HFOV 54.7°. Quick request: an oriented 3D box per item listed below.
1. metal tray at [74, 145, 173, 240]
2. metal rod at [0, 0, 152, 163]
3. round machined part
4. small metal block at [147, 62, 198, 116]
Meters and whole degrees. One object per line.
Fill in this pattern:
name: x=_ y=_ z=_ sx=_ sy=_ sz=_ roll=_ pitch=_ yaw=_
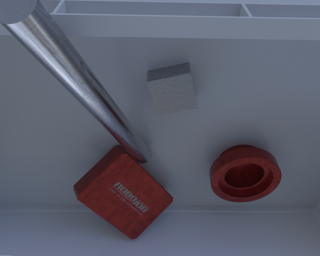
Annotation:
metal tray: x=-0.050 y=0.098 z=0.460 sx=0.090 sy=0.030 sz=0.130 roll=-45 pitch=123 yaw=-6
metal rod: x=-0.052 y=-0.014 z=0.308 sx=0.025 sy=0.025 sz=0.300 roll=-10 pitch=158 yaw=8
round machined part: x=0.121 y=0.063 z=0.453 sx=0.099 sy=0.042 sz=0.097 roll=-1 pitch=130 yaw=0
small metal block: x=0.015 y=-0.046 z=0.370 sx=0.050 sy=0.025 sz=0.050 roll=-11 pitch=130 yaw=8
